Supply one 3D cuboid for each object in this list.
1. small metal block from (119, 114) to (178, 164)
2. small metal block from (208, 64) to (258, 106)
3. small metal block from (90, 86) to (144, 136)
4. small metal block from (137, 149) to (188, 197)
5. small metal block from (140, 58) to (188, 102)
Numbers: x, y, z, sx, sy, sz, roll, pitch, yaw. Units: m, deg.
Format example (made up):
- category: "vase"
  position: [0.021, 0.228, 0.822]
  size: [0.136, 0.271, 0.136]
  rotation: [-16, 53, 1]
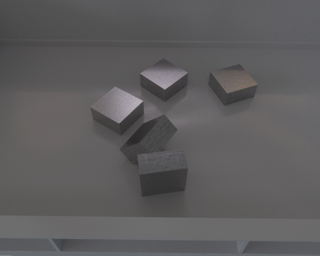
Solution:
- category: "small metal block"
  position: [-0.014, 0.014, 0.374]
  size: [0.025, 0.050, 0.050]
  rotation: [50, 56, -14]
- category: "small metal block"
  position: [0.107, -0.065, 0.460]
  size: [0.050, 0.025, 0.050]
  rotation: [-17, 52, -14]
- category: "small metal block"
  position: [-0.058, -0.024, 0.425]
  size: [0.050, 0.025, 0.050]
  rotation: [29, 56, 22]
- category: "small metal block"
  position: [0.002, 0.051, 0.346]
  size: [0.050, 0.050, 0.025]
  rotation: [-7, 52, -6]
- category: "small metal block"
  position: [0.006, -0.073, 0.466]
  size: [0.050, 0.025, 0.050]
  rotation: [36, 59, 26]
